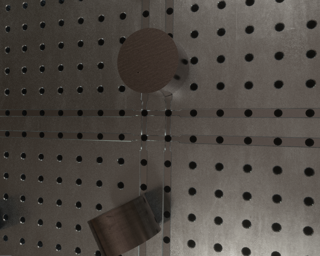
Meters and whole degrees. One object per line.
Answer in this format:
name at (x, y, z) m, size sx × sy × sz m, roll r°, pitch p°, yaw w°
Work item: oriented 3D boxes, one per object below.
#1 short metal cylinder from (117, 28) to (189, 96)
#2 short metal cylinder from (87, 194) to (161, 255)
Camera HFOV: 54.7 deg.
short metal cylinder at (-0.008, -0.082, 0.401) m, size 0.080 × 0.050 × 0.079 m, roll 0°, pitch 90°, yaw 19°
short metal cylinder at (-0.046, 0.125, 0.398) m, size 0.080 × 0.080 × 0.050 m, roll -29°, pitch 81°, yaw 17°
